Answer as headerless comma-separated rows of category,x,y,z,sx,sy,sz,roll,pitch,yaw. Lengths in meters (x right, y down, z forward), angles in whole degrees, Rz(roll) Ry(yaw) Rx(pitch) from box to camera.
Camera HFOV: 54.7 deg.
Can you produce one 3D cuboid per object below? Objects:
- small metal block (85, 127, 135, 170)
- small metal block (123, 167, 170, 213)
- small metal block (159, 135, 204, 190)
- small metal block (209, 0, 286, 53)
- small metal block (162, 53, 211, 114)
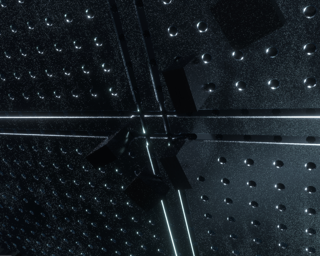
small metal block,-0.072,0.030,0.449,0.050,0.050,0.025,-30,102,37
small metal block,-0.021,0.096,0.480,0.050,0.025,0.050,41,129,-1
small metal block,0.030,0.045,0.406,0.025,0.050,0.050,-14,111,34
small metal block,0.085,-0.110,0.298,0.050,0.025,0.050,-25,105,36
small metal block,0.031,-0.050,0.347,0.025,0.050,0.050,-7,115,31
